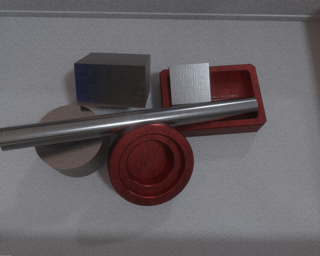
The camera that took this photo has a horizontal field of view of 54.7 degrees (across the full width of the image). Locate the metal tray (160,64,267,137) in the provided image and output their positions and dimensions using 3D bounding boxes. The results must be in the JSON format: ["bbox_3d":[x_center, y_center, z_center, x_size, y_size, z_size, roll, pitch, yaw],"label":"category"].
[{"bbox_3d":[0.068,-0.037,0.419,0.131,0.030,0.090,-4,70,-2],"label":"metal tray"}]

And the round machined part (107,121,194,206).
[{"bbox_3d":[-0.013,0.039,0.368,0.099,0.042,0.097,-4,104,-14],"label":"round machined part"}]

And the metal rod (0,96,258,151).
[{"bbox_3d":[-0.023,-0.009,0.367,0.302,0.025,0.025,-8,70,-15],"label":"metal rod"}]

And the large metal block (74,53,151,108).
[{"bbox_3d":[-0.055,-0.063,0.393,0.081,0.080,0.050,2,112,1],"label":"large metal block"}]

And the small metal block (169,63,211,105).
[{"bbox_3d":[0.038,-0.057,0.407,0.050,0.025,0.050,-5,96,-2],"label":"small metal block"}]

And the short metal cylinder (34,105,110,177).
[{"bbox_3d":[-0.107,0.017,0.386,0.081,0.050,0.080,0,70,0],"label":"short metal cylinder"}]
